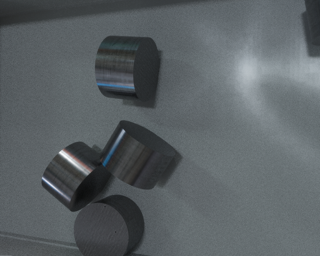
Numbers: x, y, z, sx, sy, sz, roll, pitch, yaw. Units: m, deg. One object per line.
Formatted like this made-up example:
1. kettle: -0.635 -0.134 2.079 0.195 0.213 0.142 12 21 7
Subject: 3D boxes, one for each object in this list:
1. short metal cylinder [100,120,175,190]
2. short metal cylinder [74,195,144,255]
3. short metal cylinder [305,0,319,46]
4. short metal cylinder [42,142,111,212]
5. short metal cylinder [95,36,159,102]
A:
1. short metal cylinder: -0.028 0.033 0.391 0.080 0.080 0.050 35 101 16
2. short metal cylinder: -0.068 0.136 0.421 0.080 0.050 0.080 0 90 20
3. short metal cylinder: 0.193 -0.121 0.313 0.080 0.080 0.050 -9 87 20
4. short metal cylinder: -0.110 0.065 0.420 0.050 0.080 0.080 34 101 17
5. short metal cylinder: -0.039 -0.076 0.395 0.050 0.080 0.079 9 93 20
